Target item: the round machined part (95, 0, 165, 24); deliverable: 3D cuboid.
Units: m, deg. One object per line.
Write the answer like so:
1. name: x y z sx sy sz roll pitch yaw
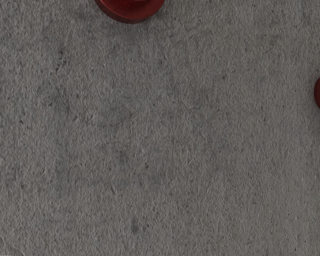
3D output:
1. round machined part: -0.036 -0.185 0.386 0.099 0.042 0.097 0 90 -20

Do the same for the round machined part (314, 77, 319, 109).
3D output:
1. round machined part: 0.295 -0.059 0.508 0.099 0.042 0.097 0 90 -20
